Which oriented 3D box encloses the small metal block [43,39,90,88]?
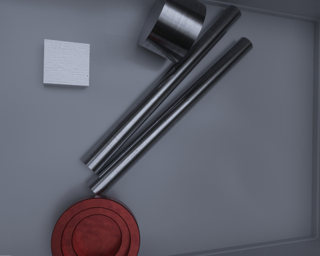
[{"bbox_3d":[-0.112,-0.075,0.370,0.050,0.025,0.050,1,90,-21],"label":"small metal block"}]

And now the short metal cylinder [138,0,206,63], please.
[{"bbox_3d":[0.014,-0.129,0.387,0.050,0.080,0.080,23,82,-19],"label":"short metal cylinder"}]

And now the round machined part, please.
[{"bbox_3d":[-0.074,0.128,0.367,0.099,0.042,0.097,0,86,-7],"label":"round machined part"}]

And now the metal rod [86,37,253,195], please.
[{"bbox_3d":[0.023,-0.023,0.419,0.301,0.025,0.025,-44,104,-15],"label":"metal rod"}]

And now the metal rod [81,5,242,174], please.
[{"bbox_3d":[0.011,-0.060,0.415,0.025,0.025,0.301,46,76,-15],"label":"metal rod"}]
